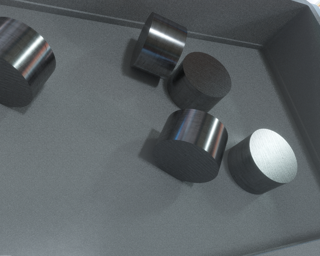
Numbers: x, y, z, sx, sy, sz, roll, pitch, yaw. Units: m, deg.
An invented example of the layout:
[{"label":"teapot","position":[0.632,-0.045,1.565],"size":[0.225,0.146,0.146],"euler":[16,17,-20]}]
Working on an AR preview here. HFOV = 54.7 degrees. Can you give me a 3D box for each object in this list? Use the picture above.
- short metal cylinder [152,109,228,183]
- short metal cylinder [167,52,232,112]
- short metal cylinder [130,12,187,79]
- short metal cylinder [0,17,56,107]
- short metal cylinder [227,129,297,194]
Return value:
[{"label":"short metal cylinder","position":[0.037,0.023,0.376],"size":[0.080,0.080,0.050],"euler":[32,52,-8]},{"label":"short metal cylinder","position":[0.058,-0.066,0.461],"size":[0.081,0.050,0.080],"euler":[14,56,-21]},{"label":"short metal cylinder","position":[-0.003,-0.115,0.439],"size":[0.050,0.080,0.080],"euler":[20,54,-17]},{"label":"short metal cylinder","position":[-0.159,-0.067,0.326],"size":[0.080,0.080,0.050],"euler":[28,52,-11]},{"label":"short metal cylinder","position":[0.144,0.048,0.437],"size":[0.081,0.050,0.080],"euler":[14,56,-21]}]
